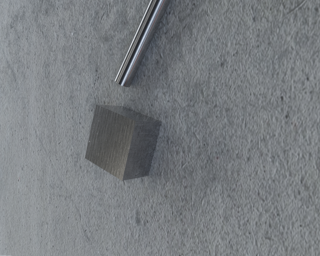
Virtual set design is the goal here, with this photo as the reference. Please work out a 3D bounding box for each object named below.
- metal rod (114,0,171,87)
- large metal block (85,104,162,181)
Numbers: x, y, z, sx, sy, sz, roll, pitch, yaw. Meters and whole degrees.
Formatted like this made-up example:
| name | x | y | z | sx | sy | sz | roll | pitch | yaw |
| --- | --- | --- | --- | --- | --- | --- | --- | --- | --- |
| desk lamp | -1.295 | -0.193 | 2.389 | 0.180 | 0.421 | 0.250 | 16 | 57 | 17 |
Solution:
| name | x | y | z | sx | sy | sz | roll | pitch | yaw |
| --- | --- | --- | --- | --- | --- | --- | --- | --- | --- |
| metal rod | 0.012 | -0.187 | 0.393 | 0.025 | 0.025 | 0.298 | 42 | 115 | 31 |
| large metal block | -0.052 | 0.017 | 0.430 | 0.080 | 0.050 | 0.079 | 22 | 104 | 37 |
